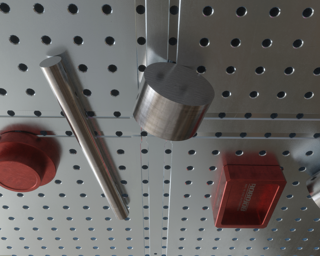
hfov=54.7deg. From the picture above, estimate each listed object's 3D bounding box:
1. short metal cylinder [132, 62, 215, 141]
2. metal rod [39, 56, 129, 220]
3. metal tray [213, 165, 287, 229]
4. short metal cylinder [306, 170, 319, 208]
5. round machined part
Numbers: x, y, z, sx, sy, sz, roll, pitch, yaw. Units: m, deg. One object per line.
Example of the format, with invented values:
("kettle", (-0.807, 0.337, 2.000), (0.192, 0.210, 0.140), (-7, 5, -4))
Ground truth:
("short metal cylinder", (0.014, -0.031, 0.349), (0.081, 0.080, 0.050), (13, 129, -11))
("metal rod", (-0.094, 0.037, 0.442), (0.025, 0.025, 0.298), (-9, 130, 7))
("metal tray", (0.142, 0.116, 0.507), (0.091, 0.030, 0.129), (1, 130, -1))
("short metal cylinder", (0.267, 0.094, 0.458), (0.080, 0.080, 0.050), (26, 125, -21))
("round machined part", (-0.200, 0.056, 0.446), (0.099, 0.042, 0.097), (0, 130, 0))
